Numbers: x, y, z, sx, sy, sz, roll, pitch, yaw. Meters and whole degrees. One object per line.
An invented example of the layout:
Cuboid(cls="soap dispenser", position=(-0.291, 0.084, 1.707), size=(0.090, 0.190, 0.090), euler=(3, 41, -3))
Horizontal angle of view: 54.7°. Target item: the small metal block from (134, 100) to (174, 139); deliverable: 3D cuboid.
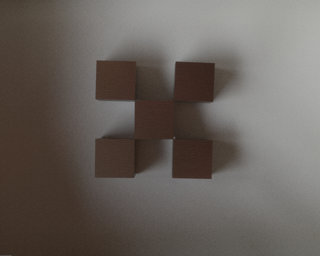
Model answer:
Cuboid(cls="small metal block", position=(-0.007, -0.011, 0.409), size=(0.050, 0.025, 0.050), euler=(1, 90, 0))

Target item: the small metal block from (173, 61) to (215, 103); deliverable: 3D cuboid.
Cuboid(cls="small metal block", position=(0.044, -0.059, 0.409), size=(0.050, 0.025, 0.050), euler=(2, 90, 0))

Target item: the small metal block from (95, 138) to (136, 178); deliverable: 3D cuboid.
Cuboid(cls="small metal block", position=(-0.058, 0.039, 0.409), size=(0.050, 0.025, 0.050), euler=(1, 90, 0))

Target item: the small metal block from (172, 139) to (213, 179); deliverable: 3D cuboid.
Cuboid(cls="small metal block", position=(0.042, 0.040, 0.409), size=(0.050, 0.025, 0.050), euler=(1, 90, 0))

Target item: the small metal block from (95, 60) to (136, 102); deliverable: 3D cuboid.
Cuboid(cls="small metal block", position=(-0.057, -0.061, 0.409), size=(0.050, 0.025, 0.050), euler=(2, 90, 0))
